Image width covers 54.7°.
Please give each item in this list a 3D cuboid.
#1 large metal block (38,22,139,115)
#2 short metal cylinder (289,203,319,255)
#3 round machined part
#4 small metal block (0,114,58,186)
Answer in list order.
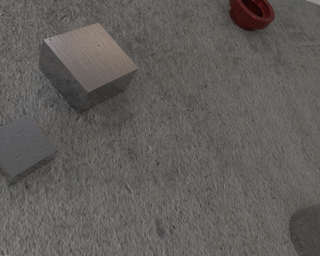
[{"bbox_3d":[-0.089,-0.075,0.386,0.080,0.050,0.081,50,51,6],"label":"large metal block"},{"bbox_3d":[0.226,0.145,0.421,0.081,0.050,0.080,14,56,-21],"label":"short metal cylinder"},{"bbox_3d":[0.183,-0.239,0.637,0.099,0.042,0.098,14,56,-21],"label":"round machined part"},{"bbox_3d":[-0.142,0.021,0.314,0.050,0.025,0.050,49,51,6],"label":"small metal block"}]
